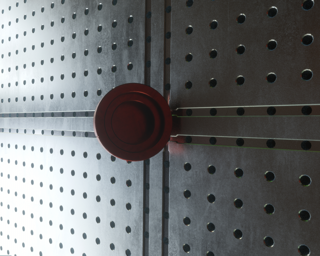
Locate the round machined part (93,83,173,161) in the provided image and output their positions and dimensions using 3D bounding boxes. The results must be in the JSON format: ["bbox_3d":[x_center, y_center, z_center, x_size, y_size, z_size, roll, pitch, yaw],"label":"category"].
[{"bbox_3d":[-0.037,-0.007,0.402,0.042,0.099,0.097,173,95,-71],"label":"round machined part"}]
